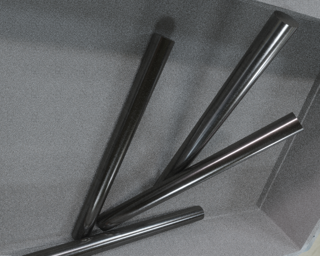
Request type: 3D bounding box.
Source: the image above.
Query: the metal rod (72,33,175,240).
[{"bbox_3d":[-0.054,0.026,0.396,0.025,0.025,0.298,12,112,-34],"label":"metal rod"}]

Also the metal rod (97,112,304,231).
[{"bbox_3d":[0.038,0.066,0.405,0.300,0.025,0.025,-31,132,19],"label":"metal rod"}]

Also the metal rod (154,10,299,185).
[{"bbox_3d":[0.055,0.000,0.370,0.025,0.025,0.298,-1,141,-29],"label":"metal rod"}]

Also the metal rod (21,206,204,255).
[{"bbox_3d":[-0.054,0.158,0.453,0.303,0.025,0.025,-5,121,-35],"label":"metal rod"}]
